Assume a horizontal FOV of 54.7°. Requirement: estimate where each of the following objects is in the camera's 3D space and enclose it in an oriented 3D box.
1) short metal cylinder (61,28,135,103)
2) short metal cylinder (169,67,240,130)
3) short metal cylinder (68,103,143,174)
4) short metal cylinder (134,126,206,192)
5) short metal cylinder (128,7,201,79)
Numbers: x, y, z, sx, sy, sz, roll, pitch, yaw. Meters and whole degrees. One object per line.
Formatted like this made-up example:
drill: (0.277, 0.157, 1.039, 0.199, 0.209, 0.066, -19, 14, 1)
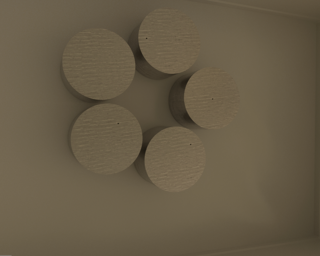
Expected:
short metal cylinder: (-0.075, -0.071, 0.367, 0.081, 0.050, 0.080, 0, 90, -20)
short metal cylinder: (0.059, -0.038, 0.416, 0.081, 0.050, 0.080, 0, 90, -20)
short metal cylinder: (-0.067, 0.012, 0.370, 0.081, 0.050, 0.080, 0, 90, -20)
short metal cylinder: (0.011, 0.038, 0.399, 0.081, 0.050, 0.080, 0, 90, -20)
short metal cylinder: (0.004, -0.105, 0.396, 0.081, 0.050, 0.080, 0, 90, -20)
